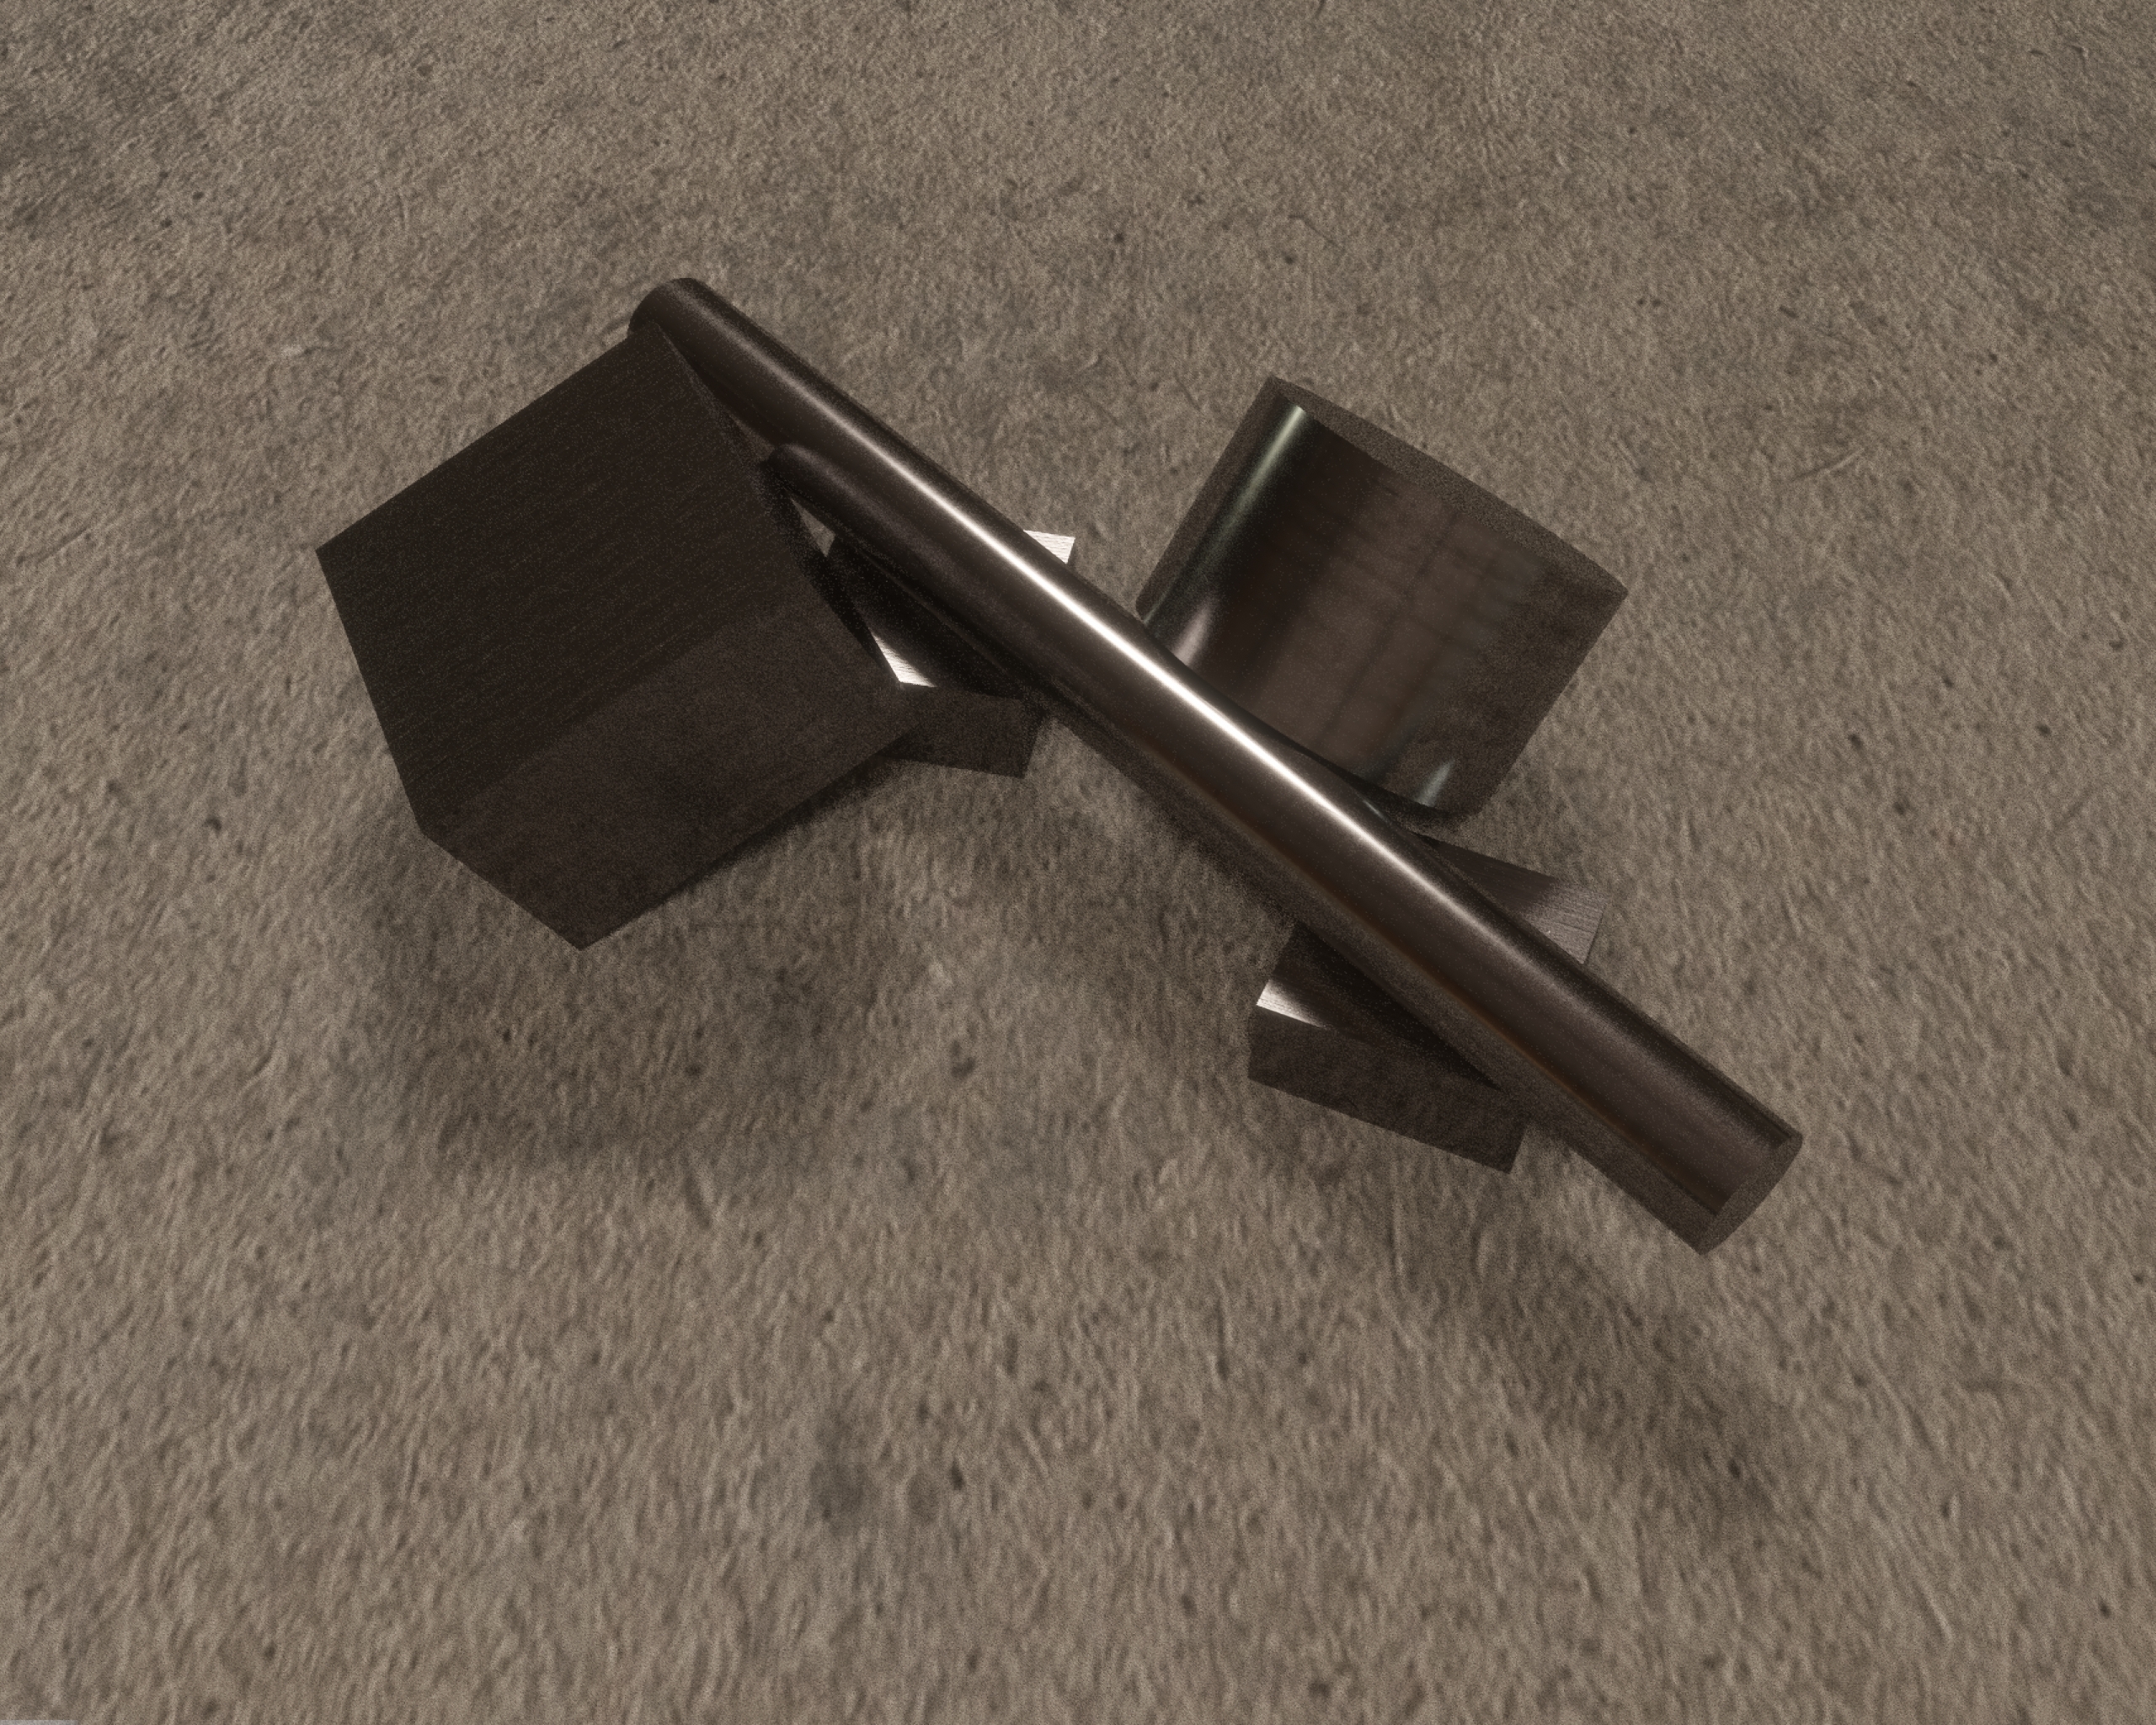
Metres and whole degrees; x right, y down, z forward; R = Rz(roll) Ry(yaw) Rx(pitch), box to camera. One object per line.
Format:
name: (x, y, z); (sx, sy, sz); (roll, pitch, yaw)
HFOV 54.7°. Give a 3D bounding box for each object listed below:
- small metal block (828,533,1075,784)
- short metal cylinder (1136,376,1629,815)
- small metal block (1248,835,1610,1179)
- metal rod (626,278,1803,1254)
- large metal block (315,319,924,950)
small metal block: (-0.031, -0.047, 0.444); (0.050, 0.025, 0.050); (10, 51, 7)
short metal cylinder: (0.059, -0.052, 0.407); (0.080, 0.050, 0.080); (28, 18, -10)
small metal block: (0.065, 0.024, 0.386); (0.050, 0.025, 0.050); (19, 52, 15)
metal rod: (0.007, -0.034, 0.401); (0.025, 0.025, 0.300); (-34, 58, -25)
large metal block: (-0.089, -0.044, 0.403); (0.080, 0.050, 0.080); (-34, 55, 3)
